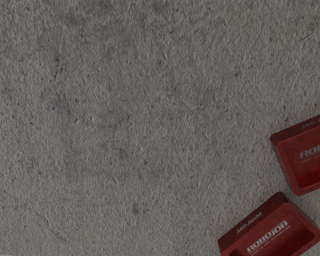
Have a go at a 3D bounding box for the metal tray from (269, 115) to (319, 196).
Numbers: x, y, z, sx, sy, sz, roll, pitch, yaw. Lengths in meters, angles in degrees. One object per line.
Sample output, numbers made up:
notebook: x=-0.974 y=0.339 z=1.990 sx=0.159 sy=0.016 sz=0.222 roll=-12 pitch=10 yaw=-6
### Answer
metal tray: x=0.228 y=0.028 z=0.419 sx=0.130 sy=0.030 sz=0.090 roll=-24 pitch=109 yaw=8

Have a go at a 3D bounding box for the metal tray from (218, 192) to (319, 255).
metal tray: x=0.165 y=0.169 z=0.470 sx=0.090 sy=0.030 sz=0.130 roll=41 pitch=105 yaw=-14
